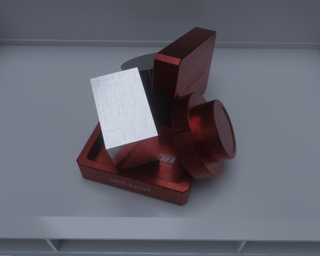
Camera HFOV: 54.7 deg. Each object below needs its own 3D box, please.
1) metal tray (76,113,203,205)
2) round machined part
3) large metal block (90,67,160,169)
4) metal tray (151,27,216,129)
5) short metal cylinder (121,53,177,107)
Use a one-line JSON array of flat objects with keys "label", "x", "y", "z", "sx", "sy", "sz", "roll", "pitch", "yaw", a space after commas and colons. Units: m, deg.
[{"label": "metal tray", "x": -0.020, "y": 0.031, "z": 0.373, "sx": 0.131, "sy": 0.030, "sz": 0.090, "roll": 13, "pitch": 51, "yaw": 11}, {"label": "round machined part", "x": 0.054, "y": 0.006, "z": 0.347, "sx": 0.042, "sy": 0.098, "sz": 0.098, "roll": -17, "pitch": 45, "yaw": 26}, {"label": "large metal block", "x": -0.036, "y": -0.006, "z": 0.342, "sx": 0.050, "sy": 0.080, "sz": 0.080, "roll": -15, "pitch": 68, "yaw": -5}, {"label": "metal tray", "x": 0.032, "y": -0.069, "z": 0.399, "sx": 0.030, "sy": 0.089, "sz": 0.131, "roll": 19, "pitch": 37, "yaw": 19}, {"label": "short metal cylinder", "x": -0.008, "y": -0.068, "z": 0.425, "sx": 0.080, "sy": 0.050, "sz": 0.080, "roll": -10, "pitch": 27, "yaw": 5}]
